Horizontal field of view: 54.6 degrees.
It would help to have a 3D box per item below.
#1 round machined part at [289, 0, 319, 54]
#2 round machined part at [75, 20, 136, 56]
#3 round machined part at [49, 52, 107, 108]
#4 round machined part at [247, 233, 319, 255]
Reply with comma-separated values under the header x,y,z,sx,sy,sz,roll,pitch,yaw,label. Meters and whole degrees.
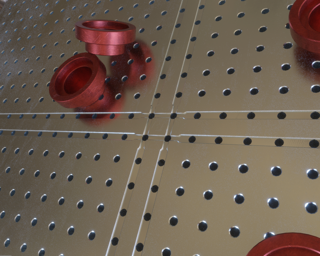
x,y,z,sx,sy,sz,roll,pitch,yaw,label
0.207,-0.125,0.366,0.098,0.042,0.098,-13,56,21,round machined part
-0.090,-0.150,0.517,0.099,0.042,0.098,4,28,-2,round machined part
-0.130,-0.074,0.512,0.098,0.042,0.098,-13,56,21,round machined part
0.115,0.140,0.252,0.098,0.042,0.098,-13,56,21,round machined part
